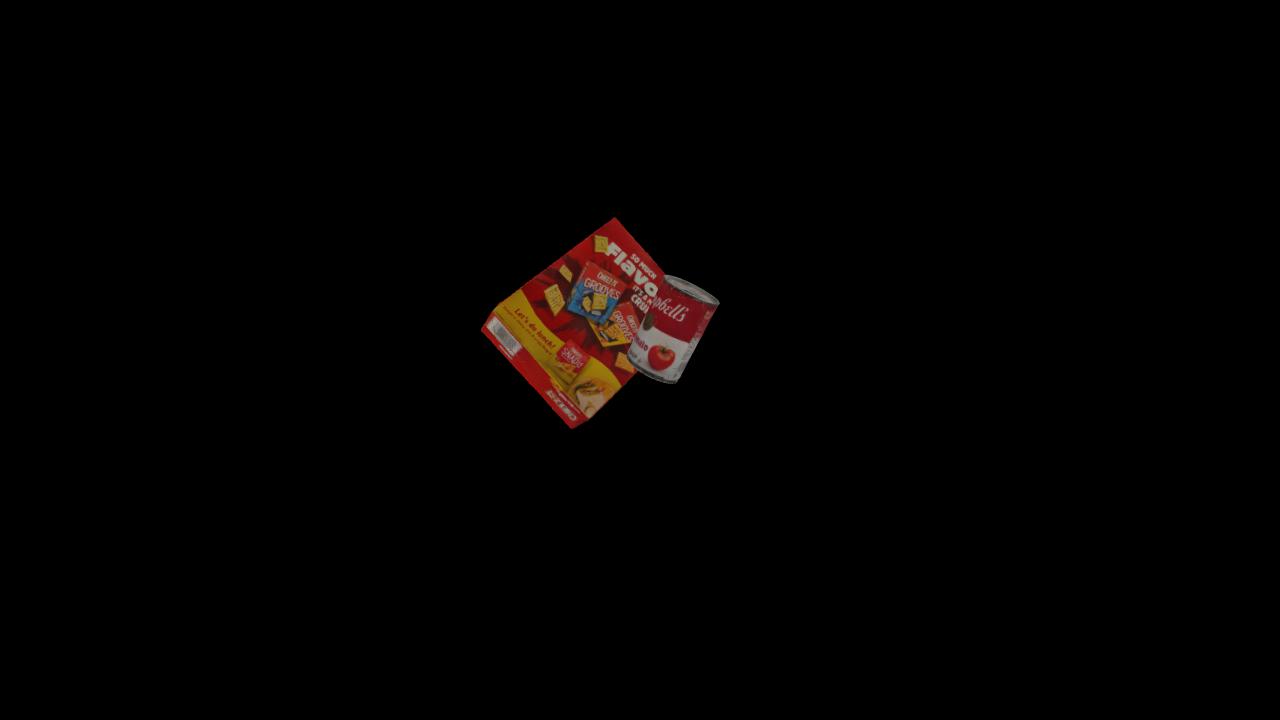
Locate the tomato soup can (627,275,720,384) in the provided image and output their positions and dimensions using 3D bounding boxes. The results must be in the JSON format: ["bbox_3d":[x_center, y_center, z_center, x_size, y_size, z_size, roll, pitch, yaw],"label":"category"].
[{"bbox_3d":[0.034,-0.033,0.673,0.068,0.101,0.068,24,19,-8],"label":"tomato soup can"}]

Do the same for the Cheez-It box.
[{"bbox_3d":[-0.057,-0.051,0.760,0.223,0.166,0.071,-45,7,-31],"label":"Cheez-It box"}]
